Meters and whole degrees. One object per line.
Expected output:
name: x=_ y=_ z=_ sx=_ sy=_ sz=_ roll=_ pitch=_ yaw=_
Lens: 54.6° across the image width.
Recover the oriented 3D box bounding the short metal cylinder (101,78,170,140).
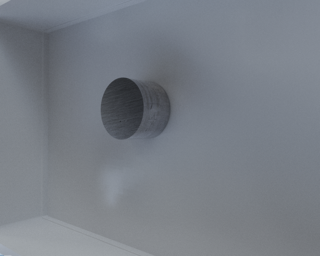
short metal cylinder: x=-0.034 y=-0.025 z=0.417 sx=0.080 sy=0.050 sz=0.080 roll=0 pitch=90 yaw=40
